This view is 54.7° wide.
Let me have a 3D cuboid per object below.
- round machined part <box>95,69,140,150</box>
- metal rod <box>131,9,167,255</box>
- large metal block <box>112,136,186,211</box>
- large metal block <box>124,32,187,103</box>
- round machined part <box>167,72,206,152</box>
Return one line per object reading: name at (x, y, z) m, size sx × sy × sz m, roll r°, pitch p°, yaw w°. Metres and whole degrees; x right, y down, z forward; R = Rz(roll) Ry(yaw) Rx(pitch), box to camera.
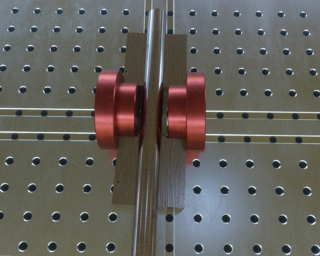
round machined part at (-0.048, -0.022, 0.380) m, size 0.042 × 0.098 × 0.098 m, roll 2°, pitch 70°, yaw 1°
metal rod at (-0.010, -0.010, 0.362) m, size 0.025 × 0.025 × 0.299 m, roll 3°, pitch 70°, yaw 1°
large metal block at (-0.011, 0.057, 0.377) m, size 0.080 × 0.050 × 0.080 m, roll 3°, pitch 70°, yaw 1°
large metal block at (-0.005, -0.082, 0.428) m, size 0.080 × 0.050 × 0.080 m, roll 2°, pitch 70°, yaw 0°
round machined part at (0.032, -0.019, 0.380) m, size 0.042 × 0.098 × 0.098 m, roll 0°, pitch 70°, yaw 5°
